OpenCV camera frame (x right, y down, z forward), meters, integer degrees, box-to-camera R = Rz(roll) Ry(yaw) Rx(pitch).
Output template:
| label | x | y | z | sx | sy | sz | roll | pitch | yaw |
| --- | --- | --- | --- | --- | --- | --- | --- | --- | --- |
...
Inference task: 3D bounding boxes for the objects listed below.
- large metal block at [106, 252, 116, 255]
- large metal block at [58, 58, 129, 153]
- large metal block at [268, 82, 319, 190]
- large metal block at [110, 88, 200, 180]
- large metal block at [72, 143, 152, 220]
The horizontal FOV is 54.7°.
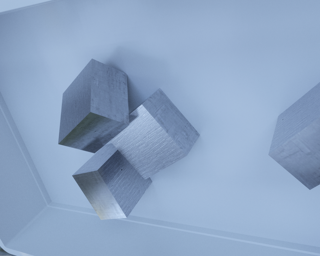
| label | x | y | z | sx | sy | sz | roll | pitch | yaw |
| --- | --- | --- | --- | --- | --- | --- | --- | --- | --- |
| large metal block | -0.103 | 0.315 | 0.642 | 0.080 | 0.050 | 0.080 | 44 | 129 | -3 |
| large metal block | -0.084 | -0.025 | 0.391 | 0.050 | 0.080 | 0.080 | 20 | 139 | -35 |
| large metal block | 0.155 | -0.002 | 0.290 | 0.050 | 0.080 | 0.080 | 41 | 129 | 0 |
| large metal block | -0.010 | 0.009 | 0.402 | 0.080 | 0.050 | 0.080 | 49 | 128 | -7 |
| large metal block | -0.066 | 0.074 | 0.452 | 0.050 | 0.080 | 0.080 | -15 | 111 | 34 |
